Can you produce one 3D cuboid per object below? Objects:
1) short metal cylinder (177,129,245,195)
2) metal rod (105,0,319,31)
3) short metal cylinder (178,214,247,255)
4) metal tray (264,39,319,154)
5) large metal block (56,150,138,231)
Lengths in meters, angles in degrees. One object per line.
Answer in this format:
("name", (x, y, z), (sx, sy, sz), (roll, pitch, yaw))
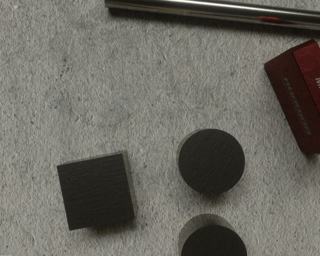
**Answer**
("short metal cylinder", (0.062, 0.040, 0.398), (0.081, 0.050, 0.080), (0, 90, 0))
("metal rod", (0.080, -0.156, 0.410), (0.302, 0.025, 0.025), (6, 90, -1))
("short metal cylinder", (0.065, 0.157, 0.398), (0.081, 0.050, 0.080), (0, 90, 0))
("metal tray", (0.180, -0.033, 0.379), (0.030, 0.090, 0.129), (-24, 90, 0))
("large metal block", (-0.077, 0.077, 0.397), (0.080, 0.050, 0.080), (-11, 90, 0))
